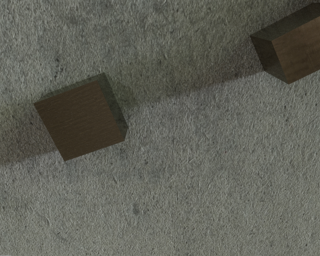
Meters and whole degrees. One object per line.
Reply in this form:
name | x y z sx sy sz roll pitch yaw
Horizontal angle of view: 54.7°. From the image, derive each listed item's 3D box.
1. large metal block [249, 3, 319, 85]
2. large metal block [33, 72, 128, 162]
large metal block | 0.158 -0.097 0.346 0.080 0.080 0.050 -26 108 9
large metal block | -0.095 -0.015 0.390 0.080 0.050 0.080 -19 109 7
